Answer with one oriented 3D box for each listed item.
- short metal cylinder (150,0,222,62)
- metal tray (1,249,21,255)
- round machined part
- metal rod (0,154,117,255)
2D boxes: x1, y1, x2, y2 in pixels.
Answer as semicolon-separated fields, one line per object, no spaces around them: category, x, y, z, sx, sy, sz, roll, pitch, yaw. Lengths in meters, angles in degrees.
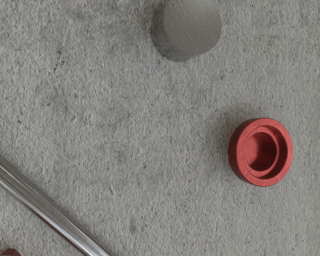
short metal cylinder;0.033;-0.132;0.409;0.081;0.050;0.079;0;90;-21
metal tray;-0.166;0.215;0.345;0.090;0.030;0.130;-37;102;-17
round machined part;0.142;0.034;0.454;0.099;0.042;0.097;0;90;-21
metal rod;-0.110;0.119;0.369;0.025;0.025;0.300;-47;105;-14
